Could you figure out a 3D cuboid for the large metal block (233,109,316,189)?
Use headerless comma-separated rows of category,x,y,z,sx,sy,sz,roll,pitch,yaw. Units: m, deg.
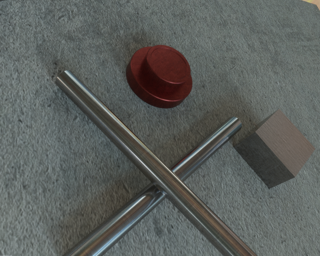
large metal block,0.172,0.030,0.465,0.081,0.050,0.080,-34,81,-38

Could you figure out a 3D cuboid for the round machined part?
round machined part,0.005,-0.080,0.446,0.099,0.042,0.098,14,56,-21

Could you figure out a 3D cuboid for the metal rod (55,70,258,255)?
metal rod,-0.012,0.040,0.345,0.300,0.025,0.025,44,50,13

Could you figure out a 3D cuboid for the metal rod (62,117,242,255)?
metal rod,0.015,0.060,0.376,0.302,0.025,0.025,-34,81,-38
